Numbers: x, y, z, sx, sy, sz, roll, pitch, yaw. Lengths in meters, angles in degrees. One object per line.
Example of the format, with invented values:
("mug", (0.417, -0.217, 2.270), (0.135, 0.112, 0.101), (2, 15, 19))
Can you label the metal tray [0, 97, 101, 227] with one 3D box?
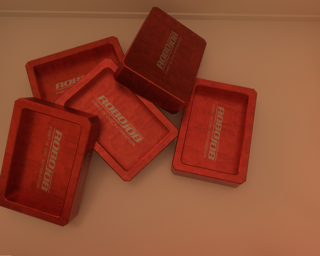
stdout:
("metal tray", (-0.130, 0.038, 0.359), (0.090, 0.030, 0.129), (16, 99, 5))

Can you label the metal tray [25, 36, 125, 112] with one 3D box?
("metal tray", (-0.107, -0.066, 0.428), (0.131, 0.030, 0.090), (-19, 71, -8))

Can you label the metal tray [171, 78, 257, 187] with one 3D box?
("metal tray", (0.071, 0.004, 0.405), (0.090, 0.030, 0.130), (12, 70, 4))

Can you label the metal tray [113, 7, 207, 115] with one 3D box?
("metal tray", (0.006, -0.091, 0.402), (0.090, 0.030, 0.130), (31, 51, -13))

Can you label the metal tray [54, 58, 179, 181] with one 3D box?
("metal tray", (-0.052, -0.010, 0.385), (0.090, 0.030, 0.130), (-43, 91, -8))
